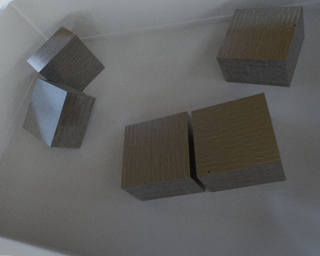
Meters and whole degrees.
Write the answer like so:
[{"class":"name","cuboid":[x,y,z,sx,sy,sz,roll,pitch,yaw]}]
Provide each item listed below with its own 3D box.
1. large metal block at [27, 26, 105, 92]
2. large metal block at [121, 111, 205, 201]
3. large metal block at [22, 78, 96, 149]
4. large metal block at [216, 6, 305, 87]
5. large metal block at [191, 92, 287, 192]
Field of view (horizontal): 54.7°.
[{"class":"large metal block","cuboid":[-0.153,-0.106,0.513,0.080,0.080,0.050,-48,51,-5]},{"class":"large metal block","cuboid":[0.004,0.035,0.365,0.080,0.050,0.080,-13,56,20]},{"class":"large metal block","cuboid":[-0.152,-0.022,0.462,0.080,0.050,0.080,24,99,36]},{"class":"large metal block","cuboid":[0.127,-0.101,0.385,0.080,0.050,0.080,11,67,32]},{"class":"large metal block","cuboid":[0.083,0.018,0.335,0.080,0.050,0.080,-14,56,20]}]
